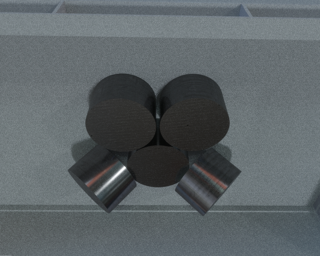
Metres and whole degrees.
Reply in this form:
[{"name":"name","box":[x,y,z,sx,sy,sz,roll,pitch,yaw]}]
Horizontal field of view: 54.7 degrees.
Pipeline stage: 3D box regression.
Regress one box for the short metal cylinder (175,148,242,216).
[{"name":"short metal cylinder","box":[0.066,0.074,0.427,0.050,0.081,0.079,40,129,18]}]

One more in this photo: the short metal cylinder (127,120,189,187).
[{"name":"short metal cylinder","box":[-0.002,0.035,0.418,0.081,0.050,0.079,0,130,0]}]

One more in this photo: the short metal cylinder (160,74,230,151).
[{"name":"short metal cylinder","box":[0.040,-0.018,0.376,0.081,0.050,0.079,0,130,0]}]

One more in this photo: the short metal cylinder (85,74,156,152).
[{"name":"short metal cylinder","box":[-0.045,-0.017,0.374,0.081,0.050,0.079,0,130,0]}]

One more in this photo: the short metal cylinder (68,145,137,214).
[{"name":"short metal cylinder","box":[-0.078,0.069,0.421,0.050,0.080,0.080,-44,132,-22]}]
